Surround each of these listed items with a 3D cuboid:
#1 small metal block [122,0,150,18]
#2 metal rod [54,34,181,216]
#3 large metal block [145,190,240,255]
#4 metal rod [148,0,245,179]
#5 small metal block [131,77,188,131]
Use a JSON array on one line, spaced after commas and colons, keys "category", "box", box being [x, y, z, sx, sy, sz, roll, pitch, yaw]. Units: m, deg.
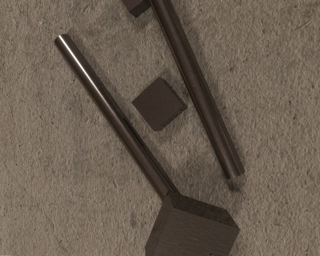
[{"category": "small metal block", "box": [-0.029, -0.188, 0.418, 0.050, 0.025, 0.050, -33, 80, 16]}, {"category": "metal rod", "box": [-0.059, -0.011, 0.428, 0.025, 0.025, 0.299, -39, 78, 15]}, {"category": "large metal block", "box": [0.035, 0.131, 0.367, 0.080, 0.050, 0.080, 20, 97, -8]}, {"category": "metal rod", "box": [0.033, -0.080, 0.381, 0.025, 0.025, 0.299, -24, 88, 18]}, {"category": "small metal block", "box": [0.000, -0.031, 0.408, 0.050, 0.025, 0.050, -41, 77, 15]}]
